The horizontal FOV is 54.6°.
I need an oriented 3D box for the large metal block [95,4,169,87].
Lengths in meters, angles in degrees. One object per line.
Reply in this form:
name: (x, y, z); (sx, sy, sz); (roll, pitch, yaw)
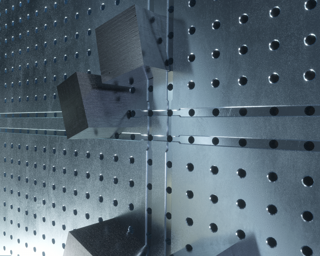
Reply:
large metal block: (-0.040, -0.108, 0.427); (0.080, 0.050, 0.080); (-14, 81, 39)

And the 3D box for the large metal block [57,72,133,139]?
large metal block: (-0.094, -0.030, 0.453); (0.050, 0.081, 0.080); (-25, 75, 37)

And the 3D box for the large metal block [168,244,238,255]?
large metal block: (0.051, 0.183, 0.352); (0.080, 0.050, 0.080); (-24, 75, 37)

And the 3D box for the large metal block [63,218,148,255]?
large metal block: (-0.078, 0.180, 0.439); (0.080, 0.081, 0.050); (26, 107, 37)
